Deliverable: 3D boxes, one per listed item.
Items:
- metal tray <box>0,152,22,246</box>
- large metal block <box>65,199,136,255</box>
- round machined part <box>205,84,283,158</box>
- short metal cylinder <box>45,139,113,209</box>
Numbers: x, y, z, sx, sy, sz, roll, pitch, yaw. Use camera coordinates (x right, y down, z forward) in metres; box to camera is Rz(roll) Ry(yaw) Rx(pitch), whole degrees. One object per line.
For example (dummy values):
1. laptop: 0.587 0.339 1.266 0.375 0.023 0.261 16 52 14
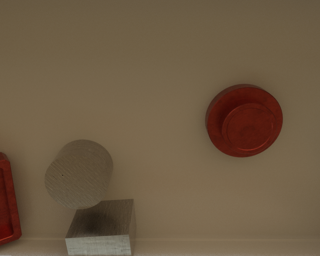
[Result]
1. metal tray: -0.246 0.105 0.419 0.091 0.030 0.129 -13 114 -33
2. large metal block: -0.078 0.146 0.435 0.081 0.080 0.050 -4 110 1
3. round machined part: 0.111 -0.005 0.402 0.099 0.042 0.097 0 110 -1
4. short metal cylinder: -0.107 0.062 0.419 0.081 0.050 0.079 0 110 -1
